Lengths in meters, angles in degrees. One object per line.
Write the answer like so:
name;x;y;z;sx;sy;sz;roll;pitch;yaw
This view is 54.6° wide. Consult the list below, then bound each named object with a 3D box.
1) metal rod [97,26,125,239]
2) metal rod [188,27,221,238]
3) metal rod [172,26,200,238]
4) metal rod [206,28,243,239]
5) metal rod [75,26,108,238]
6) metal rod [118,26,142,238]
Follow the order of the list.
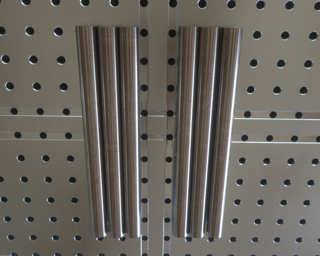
metal rod;-0.064;0.020;0.419;0.025;0.025;0.298;1;110;0
metal rod;0.058;0.020;0.420;0.025;0.025;0.298;1;110;0
metal rod;0.033;0.019;0.420;0.025;0.025;0.298;1;110;0
metal rod;0.084;0.020;0.421;0.025;0.025;0.298;1;110;0
metal rod;-0.089;0.019;0.419;0.025;0.025;0.298;1;110;0
metal rod;-0.039;0.020;0.420;0.025;0.025;0.298;1;110;0
